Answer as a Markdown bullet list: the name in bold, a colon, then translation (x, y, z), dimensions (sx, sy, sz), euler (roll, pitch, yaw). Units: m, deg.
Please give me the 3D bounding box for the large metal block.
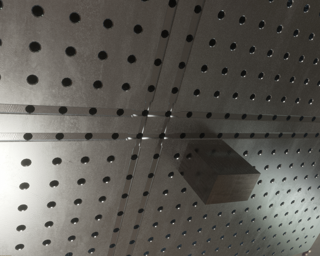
- **large metal block**: translation (0.087, 0.067, 0.467), dimensions (0.081, 0.080, 0.050), euler (3, 117, -30)
